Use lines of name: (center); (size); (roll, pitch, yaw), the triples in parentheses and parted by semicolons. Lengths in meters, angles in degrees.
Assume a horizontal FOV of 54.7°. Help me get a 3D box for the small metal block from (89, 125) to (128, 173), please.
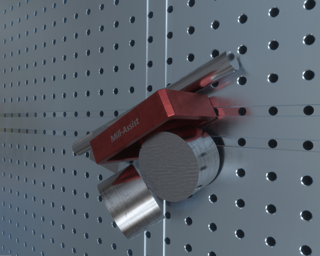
small metal block: (-0.072, 0.031, 0.447); (0.050, 0.025, 0.050); (26, 123, 17)

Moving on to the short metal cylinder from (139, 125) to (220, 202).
short metal cylinder: (0.022, 0.040, 0.363); (0.080, 0.050, 0.079); (7, 103, 35)

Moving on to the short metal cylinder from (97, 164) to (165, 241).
short metal cylinder: (-0.036, 0.092, 0.389); (0.050, 0.080, 0.080); (-31, 64, -9)

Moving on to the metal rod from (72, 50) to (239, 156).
metal rod: (-0.028, -0.020, 0.427); (0.299, 0.025, 0.025); (-27, 73, 36)

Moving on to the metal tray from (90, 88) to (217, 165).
metal tray: (-0.010, 0.002, 0.370); (0.130, 0.091, 0.030); (-33, 70, 35)
